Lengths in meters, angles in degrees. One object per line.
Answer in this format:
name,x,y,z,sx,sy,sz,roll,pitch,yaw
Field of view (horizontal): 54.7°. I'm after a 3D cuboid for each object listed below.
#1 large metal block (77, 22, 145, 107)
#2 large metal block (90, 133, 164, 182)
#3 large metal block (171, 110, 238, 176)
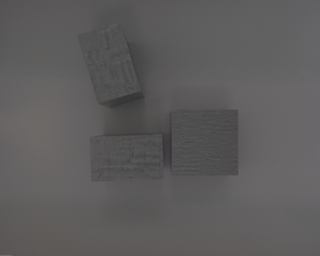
large metal block,-0.057,-0.072,0.383,0.050,0.080,0.080,-17,90,0
large metal block,-0.037,0.033,0.383,0.081,0.080,0.050,-2,90,0
large metal block,0.054,0.017,0.399,0.081,0.050,0.080,0,90,0
